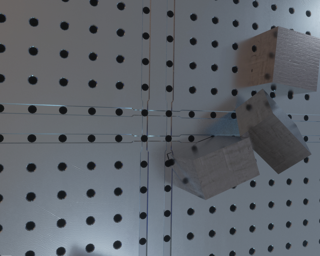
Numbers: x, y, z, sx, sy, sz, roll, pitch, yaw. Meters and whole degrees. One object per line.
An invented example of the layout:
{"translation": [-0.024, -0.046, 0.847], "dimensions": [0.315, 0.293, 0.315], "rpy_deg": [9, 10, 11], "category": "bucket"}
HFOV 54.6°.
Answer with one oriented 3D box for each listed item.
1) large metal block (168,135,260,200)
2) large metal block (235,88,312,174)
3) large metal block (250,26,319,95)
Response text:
{"translation": [0.068, 0.047, 0.408], "dimensions": [0.081, 0.080, 0.050], "rpy_deg": [-20, 97, -19], "category": "large metal block"}
{"translation": [0.154, 0.003, 0.433], "dimensions": [0.080, 0.080, 0.050], "rpy_deg": [42, 116, -15], "category": "large metal block"}
{"translation": [0.190, -0.098, 0.469], "dimensions": [0.081, 0.050, 0.080], "rpy_deg": [8, 88, -20], "category": "large metal block"}
